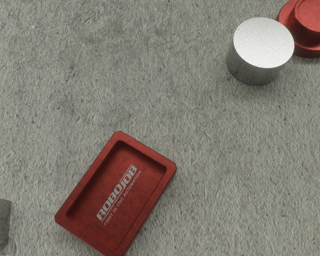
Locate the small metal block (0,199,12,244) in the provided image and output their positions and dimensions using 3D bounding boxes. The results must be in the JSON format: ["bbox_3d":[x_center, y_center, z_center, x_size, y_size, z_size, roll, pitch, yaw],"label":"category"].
[{"bbox_3d":[-0.208,0.112,0.366,0.050,0.025,0.050,-4,70,-2],"label":"small metal block"}]

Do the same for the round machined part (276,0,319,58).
[{"bbox_3d":[0.225,-0.156,0.458,0.099,0.042,0.098,0,70,0],"label":"round machined part"}]

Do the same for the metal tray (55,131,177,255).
[{"bbox_3d":[-0.050,0.079,0.376,0.090,0.030,0.130,30,73,10],"label":"metal tray"}]

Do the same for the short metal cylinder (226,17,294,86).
[{"bbox_3d":[0.138,-0.106,0.435,0.081,0.050,0.080,0,70,0],"label":"short metal cylinder"}]
